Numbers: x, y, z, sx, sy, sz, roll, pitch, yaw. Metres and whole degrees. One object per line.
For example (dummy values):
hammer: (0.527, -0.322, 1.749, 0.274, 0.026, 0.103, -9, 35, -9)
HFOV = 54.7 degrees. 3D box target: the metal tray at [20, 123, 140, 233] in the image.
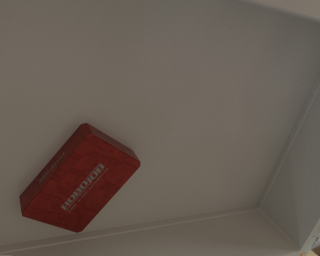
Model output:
metal tray: (-0.099, 0.067, 0.394, 0.130, 0.030, 0.090, -49, 129, 6)
